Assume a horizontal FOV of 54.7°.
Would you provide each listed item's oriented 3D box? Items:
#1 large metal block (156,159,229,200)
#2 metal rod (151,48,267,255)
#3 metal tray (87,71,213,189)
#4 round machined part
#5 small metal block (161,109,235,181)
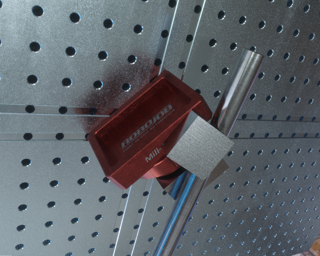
[{"bbox_3d":[0.030,0.043,0.417,0.080,0.080,0.050,-40,130,-1],"label":"large metal block"},{"bbox_3d":[0.047,0.053,0.367,0.025,0.025,0.298,7,115,-32],"label":"metal rod"},{"bbox_3d":[-0.016,-0.002,0.360,0.130,0.090,0.030,-40,130,-2],"label":"metal tray"},{"bbox_3d":[-0.002,0.020,0.382,0.098,0.098,0.042,-41,130,-1],"label":"round machined part"},{"bbox_3d":[0.038,0.018,0.318,0.050,0.025,0.050,35,97,-20],"label":"small metal block"}]
